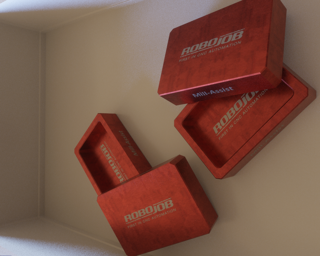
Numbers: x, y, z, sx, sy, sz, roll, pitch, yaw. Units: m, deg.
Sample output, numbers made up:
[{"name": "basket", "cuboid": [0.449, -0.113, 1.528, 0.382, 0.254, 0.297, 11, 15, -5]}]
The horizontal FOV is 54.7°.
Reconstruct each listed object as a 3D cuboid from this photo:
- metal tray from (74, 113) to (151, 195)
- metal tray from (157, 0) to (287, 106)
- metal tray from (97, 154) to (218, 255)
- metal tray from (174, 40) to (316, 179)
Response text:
[{"name": "metal tray", "cuboid": [-0.070, 0.052, 0.458, 0.090, 0.030, 0.130, -51, 60, 27]}, {"name": "metal tray", "cuboid": [0.060, -0.078, 0.326, 0.130, 0.030, 0.090, -7, 65, 44]}, {"name": "metal tray", "cuboid": [-0.007, 0.099, 0.382, 0.130, 0.030, 0.090, -29, 89, 29]}, {"name": "metal tray", "cuboid": [0.083, -0.019, 0.333, 0.129, 0.030, 0.090, -52, 60, 27]}]
